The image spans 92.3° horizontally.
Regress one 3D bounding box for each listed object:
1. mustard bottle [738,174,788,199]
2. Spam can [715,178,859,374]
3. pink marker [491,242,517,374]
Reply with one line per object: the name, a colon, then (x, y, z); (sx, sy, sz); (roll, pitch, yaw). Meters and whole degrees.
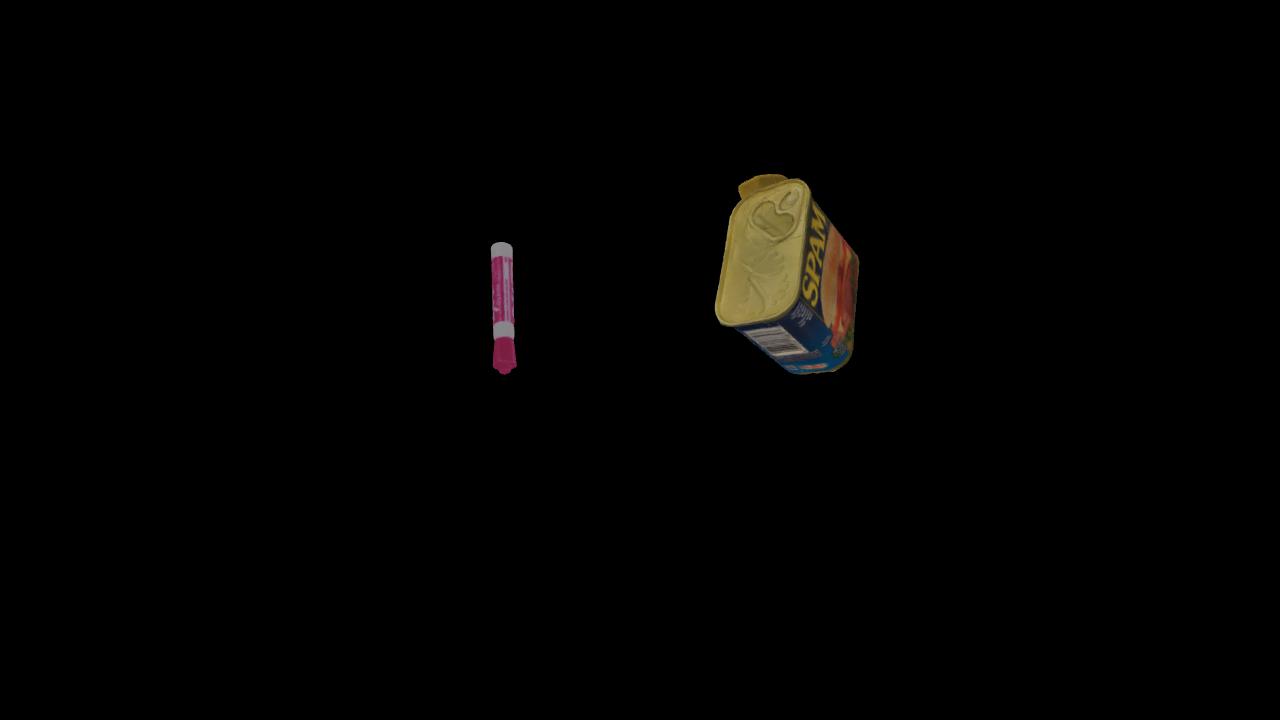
mustard bottle: (0.179, -0.134, 0.760); (0.054, 0.184, 0.092); (-19, -5, 34)
Spam can: (0.100, -0.050, 0.403); (0.058, 0.101, 0.085); (-7, -29, 41)
pink marker: (-0.114, -0.044, 0.514); (0.020, 0.121, 0.020); (-6, -25, -3)
